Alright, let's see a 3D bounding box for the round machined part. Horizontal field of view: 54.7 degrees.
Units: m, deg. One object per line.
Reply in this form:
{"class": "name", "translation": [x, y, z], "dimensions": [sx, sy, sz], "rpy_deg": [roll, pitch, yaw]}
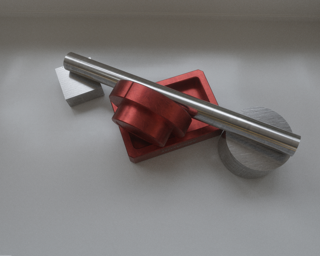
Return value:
{"class": "round machined part", "translation": [-0.016, -0.012, 0.360], "dimensions": [0.098, 0.098, 0.042], "rpy_deg": [26, 80, 9]}

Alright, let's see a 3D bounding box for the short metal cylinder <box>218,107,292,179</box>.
{"class": "short metal cylinder", "translation": [0.118, 0.020, 0.389], "dimensions": [0.081, 0.050, 0.080], "rpy_deg": [0, 70, 0]}

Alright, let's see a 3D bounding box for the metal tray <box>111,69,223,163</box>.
{"class": "metal tray", "translation": [0.010, -0.017, 0.411], "dimensions": [0.131, 0.030, 0.090], "rpy_deg": [-18, 71, -7]}

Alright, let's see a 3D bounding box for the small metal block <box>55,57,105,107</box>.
{"class": "small metal block", "translation": [-0.111, -0.064, 0.430], "dimensions": [0.050, 0.025, 0.050], "rpy_deg": [-21, 72, -8]}

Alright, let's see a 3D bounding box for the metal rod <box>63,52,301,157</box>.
{"class": "metal rod", "translation": [0.015, -0.035, 0.377], "dimensions": [0.301, 0.025, 0.025], "rpy_deg": [22, 71, 14]}
